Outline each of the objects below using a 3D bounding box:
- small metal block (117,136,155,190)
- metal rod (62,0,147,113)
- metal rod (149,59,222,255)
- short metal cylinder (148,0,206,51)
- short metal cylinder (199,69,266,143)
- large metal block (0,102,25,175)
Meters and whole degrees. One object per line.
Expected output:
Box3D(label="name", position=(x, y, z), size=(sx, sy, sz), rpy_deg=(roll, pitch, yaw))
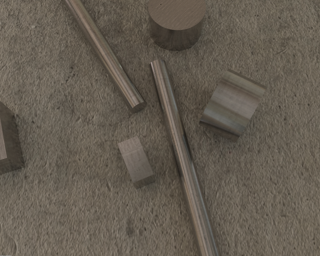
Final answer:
Box3D(label="small metal block", position=(-0.028, 0.044, 0.379), size=(0.025, 0.050, 0.050), rpy_deg=(-22, 72, -8))
Box3D(label="metal rod", position=(-0.105, -0.148, 0.461), size=(0.025, 0.025, 0.299), rpy_deg=(-29, 73, -10))
Box3D(label="metal rod", position=(0.032, 0.046, 0.391), size=(0.025, 0.025, 0.299), rpy_deg=(-13, 71, -5))
Box3D(label="short metal cylinder", position=(0.024, -0.161, 0.454), size=(0.081, 0.050, 0.080), rpy_deg=(0, 70, 0))
Box3D(label="short metal cylinder", position=(0.090, -0.028, 0.390), size=(0.050, 0.080, 0.080), rpy_deg=(29, 73, 10))
Box3D(label="large metal block", position=(-0.226, 0.019, 0.386), size=(0.080, 0.050, 0.080), rpy_deg=(-17, 71, -6))
